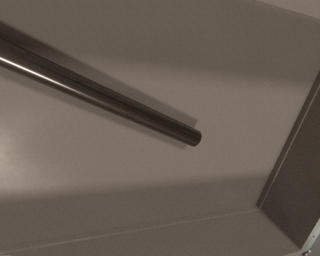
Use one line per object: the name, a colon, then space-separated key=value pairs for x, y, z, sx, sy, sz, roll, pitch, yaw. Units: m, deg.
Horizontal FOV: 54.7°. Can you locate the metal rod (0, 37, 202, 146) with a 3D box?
metal rod: x=-0.060 y=-0.033 z=0.356 sx=0.302 sy=0.025 sz=0.025 roll=23 pitch=106 yaw=-37
